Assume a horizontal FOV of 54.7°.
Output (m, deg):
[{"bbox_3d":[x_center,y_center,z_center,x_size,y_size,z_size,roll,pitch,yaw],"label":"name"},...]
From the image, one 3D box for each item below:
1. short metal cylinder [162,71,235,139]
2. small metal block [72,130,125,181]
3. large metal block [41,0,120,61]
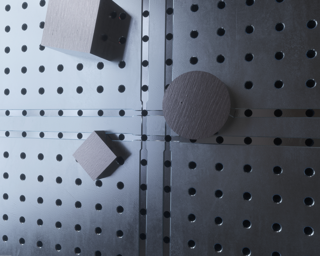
[{"bbox_3d":[0.049,-0.027,0.381,0.080,0.050,0.079,0,90,19],"label":"short metal cylinder"},{"bbox_3d":[-0.088,0.039,0.442,0.050,0.025,0.050,-46,76,14],"label":"small metal block"},{"bbox_3d":[-0.112,-0.145,0.437,0.080,0.050,0.079,13,94,19],"label":"large metal block"}]
